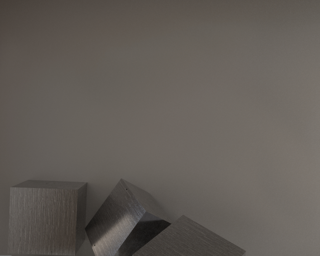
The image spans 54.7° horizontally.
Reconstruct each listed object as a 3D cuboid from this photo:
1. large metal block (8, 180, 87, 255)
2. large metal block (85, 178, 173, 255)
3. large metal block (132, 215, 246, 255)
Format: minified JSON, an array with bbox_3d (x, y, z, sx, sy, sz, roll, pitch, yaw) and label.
[{"bbox_3d":[-0.141,0.112,0.397,0.081,0.050,0.079,2,90,-1],"label":"large metal block"},{"bbox_3d":[-0.038,0.121,0.376,0.050,0.080,0.080,36,89,-32],"label":"large metal block"},{"bbox_3d":[0.029,0.147,0.318,0.080,0.081,0.050,21,121,37],"label":"large metal block"}]
